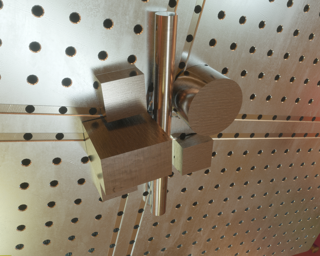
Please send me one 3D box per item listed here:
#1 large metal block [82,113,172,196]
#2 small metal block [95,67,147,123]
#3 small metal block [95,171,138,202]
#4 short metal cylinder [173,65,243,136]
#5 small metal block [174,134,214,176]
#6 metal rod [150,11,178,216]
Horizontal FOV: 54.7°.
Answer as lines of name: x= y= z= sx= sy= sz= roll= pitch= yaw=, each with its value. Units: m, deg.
large metal block: x=-0.040 y=0.024 z=0.368 sx=0.081 sy=0.080 sz=0.050 roll=-15 pitch=125 yaw=-21
small metal block: x=-0.045 y=-0.039 z=0.364 sx=0.050 sy=0.025 sz=0.050 roll=-16 pitch=125 yaw=-20
small metal block: x=-0.060 y=0.066 z=0.421 sx=0.050 sy=0.025 sz=0.050 roll=-15 pitch=125 yaw=-21
short metal cylinder: x=0.060 y=-0.036 z=0.406 sx=0.081 sy=0.050 sz=0.079 roll=-14 pitch=125 yaw=-21
small metal block: x=0.050 y=0.038 z=0.464 sx=0.050 sy=0.025 sz=0.050 roll=-14 pitch=124 yaw=-21
metal rod: x=0.002 y=0.003 z=0.415 sx=0.025 sy=0.025 sz=0.298 roll=-12 pitch=124 yaw=-22
